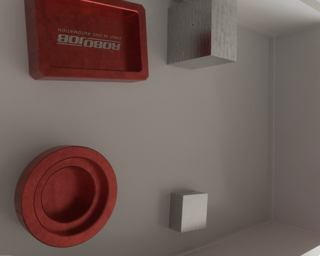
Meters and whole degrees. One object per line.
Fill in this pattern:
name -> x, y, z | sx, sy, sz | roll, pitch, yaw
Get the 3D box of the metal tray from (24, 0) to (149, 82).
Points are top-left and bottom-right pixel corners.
metal tray -> -0.074, -0.098, 0.341 | 0.131, 0.030, 0.089 | -5, 94, -40

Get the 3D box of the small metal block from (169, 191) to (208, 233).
small metal block -> 0.041, 0.118, 0.444 | 0.050, 0.025, 0.050 | 6, 86, -40

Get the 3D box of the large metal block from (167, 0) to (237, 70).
large metal block -> 0.055, -0.127, 0.419 | 0.050, 0.080, 0.079 | 2, 89, -40

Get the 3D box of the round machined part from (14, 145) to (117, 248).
round machined part -> -0.097, 0.066, 0.316 | 0.099, 0.042, 0.097 | 0, 90, -40
